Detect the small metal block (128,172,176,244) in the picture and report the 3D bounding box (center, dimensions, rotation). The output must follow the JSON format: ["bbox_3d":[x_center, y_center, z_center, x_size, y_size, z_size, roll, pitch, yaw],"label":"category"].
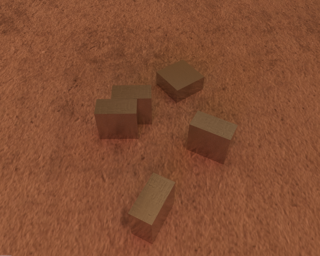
[{"bbox_3d":[-0.007,0.083,0.317,0.025,0.050,0.050,22,53,17],"label":"small metal block"}]

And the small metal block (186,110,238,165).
[{"bbox_3d":[0.062,0.012,0.378,0.050,0.050,0.025,22,54,17],"label":"small metal block"}]

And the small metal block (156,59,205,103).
[{"bbox_3d":[0.030,-0.071,0.463,0.050,0.025,0.050,-29,56,-23],"label":"small metal block"}]

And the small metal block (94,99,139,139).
[{"bbox_3d":[-0.053,-0.011,0.395,0.050,0.050,0.025,-1,51,-1],"label":"small metal block"}]

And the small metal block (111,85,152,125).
[{"bbox_3d":[-0.036,-0.030,0.412,0.050,0.050,0.025,-1,50,-1],"label":"small metal block"}]
